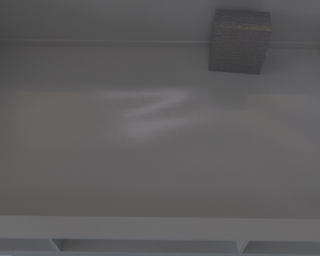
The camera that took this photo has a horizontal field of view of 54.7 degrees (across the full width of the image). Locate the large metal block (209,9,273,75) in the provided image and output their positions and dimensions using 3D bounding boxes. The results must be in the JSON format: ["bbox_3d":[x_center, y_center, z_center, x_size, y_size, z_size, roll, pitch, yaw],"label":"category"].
[{"bbox_3d":[0.121,-0.133,0.482,0.080,0.080,0.050,5,50,4],"label":"large metal block"}]
